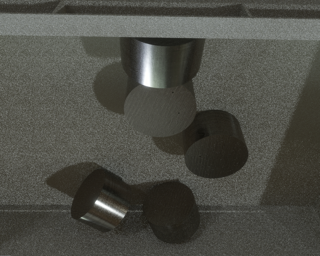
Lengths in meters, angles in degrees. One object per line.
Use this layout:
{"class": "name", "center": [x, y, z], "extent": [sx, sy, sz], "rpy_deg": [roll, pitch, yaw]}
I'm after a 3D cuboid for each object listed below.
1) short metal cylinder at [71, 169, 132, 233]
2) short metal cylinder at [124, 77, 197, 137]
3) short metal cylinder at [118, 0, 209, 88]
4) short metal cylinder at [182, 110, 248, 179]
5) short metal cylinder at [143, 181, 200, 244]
{"class": "short metal cylinder", "center": [-0.088, 0.108, 0.464], "extent": [0.050, 0.080, 0.080], "rpy_deg": [37, 121, -27]}
{"class": "short metal cylinder", "center": [0.000, -0.035, 0.363], "extent": [0.081, 0.050, 0.079], "rpy_deg": [0, 130, 0]}
{"class": "short metal cylinder", "center": [0.002, -0.084, 0.295], "extent": [0.081, 0.080, 0.050], "rpy_deg": [2, 144, -2]}
{"class": "short metal cylinder", "center": [0.072, 0.022, 0.413], "extent": [0.081, 0.050, 0.079], "rpy_deg": [0, 130, 0]}
{"class": "short metal cylinder", "center": [0.019, 0.131, 0.485], "extent": [0.080, 0.080, 0.050], "rpy_deg": [-12, 129, 9]}
